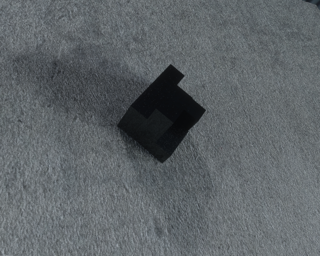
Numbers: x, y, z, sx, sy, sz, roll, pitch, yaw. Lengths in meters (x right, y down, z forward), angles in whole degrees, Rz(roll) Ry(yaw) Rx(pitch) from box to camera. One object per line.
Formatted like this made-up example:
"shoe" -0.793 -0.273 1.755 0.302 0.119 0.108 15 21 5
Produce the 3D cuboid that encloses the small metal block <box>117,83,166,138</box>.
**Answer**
"small metal block" -0.023 -0.021 0.391 0.025 0.050 0.050 40 51 -2

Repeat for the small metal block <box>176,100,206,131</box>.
"small metal block" 0.025 -0.020 0.416 0.050 0.050 0.025 40 51 -2

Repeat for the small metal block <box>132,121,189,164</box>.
"small metal block" 0.001 0.009 0.402 0.050 0.025 0.050 40 51 -1

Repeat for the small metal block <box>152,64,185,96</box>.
"small metal block" 0.002 -0.052 0.423 0.025 0.050 0.050 40 51 -2

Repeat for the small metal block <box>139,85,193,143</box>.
"small metal block" 0.007 -0.017 0.372 0.025 0.050 0.050 40 51 -2
